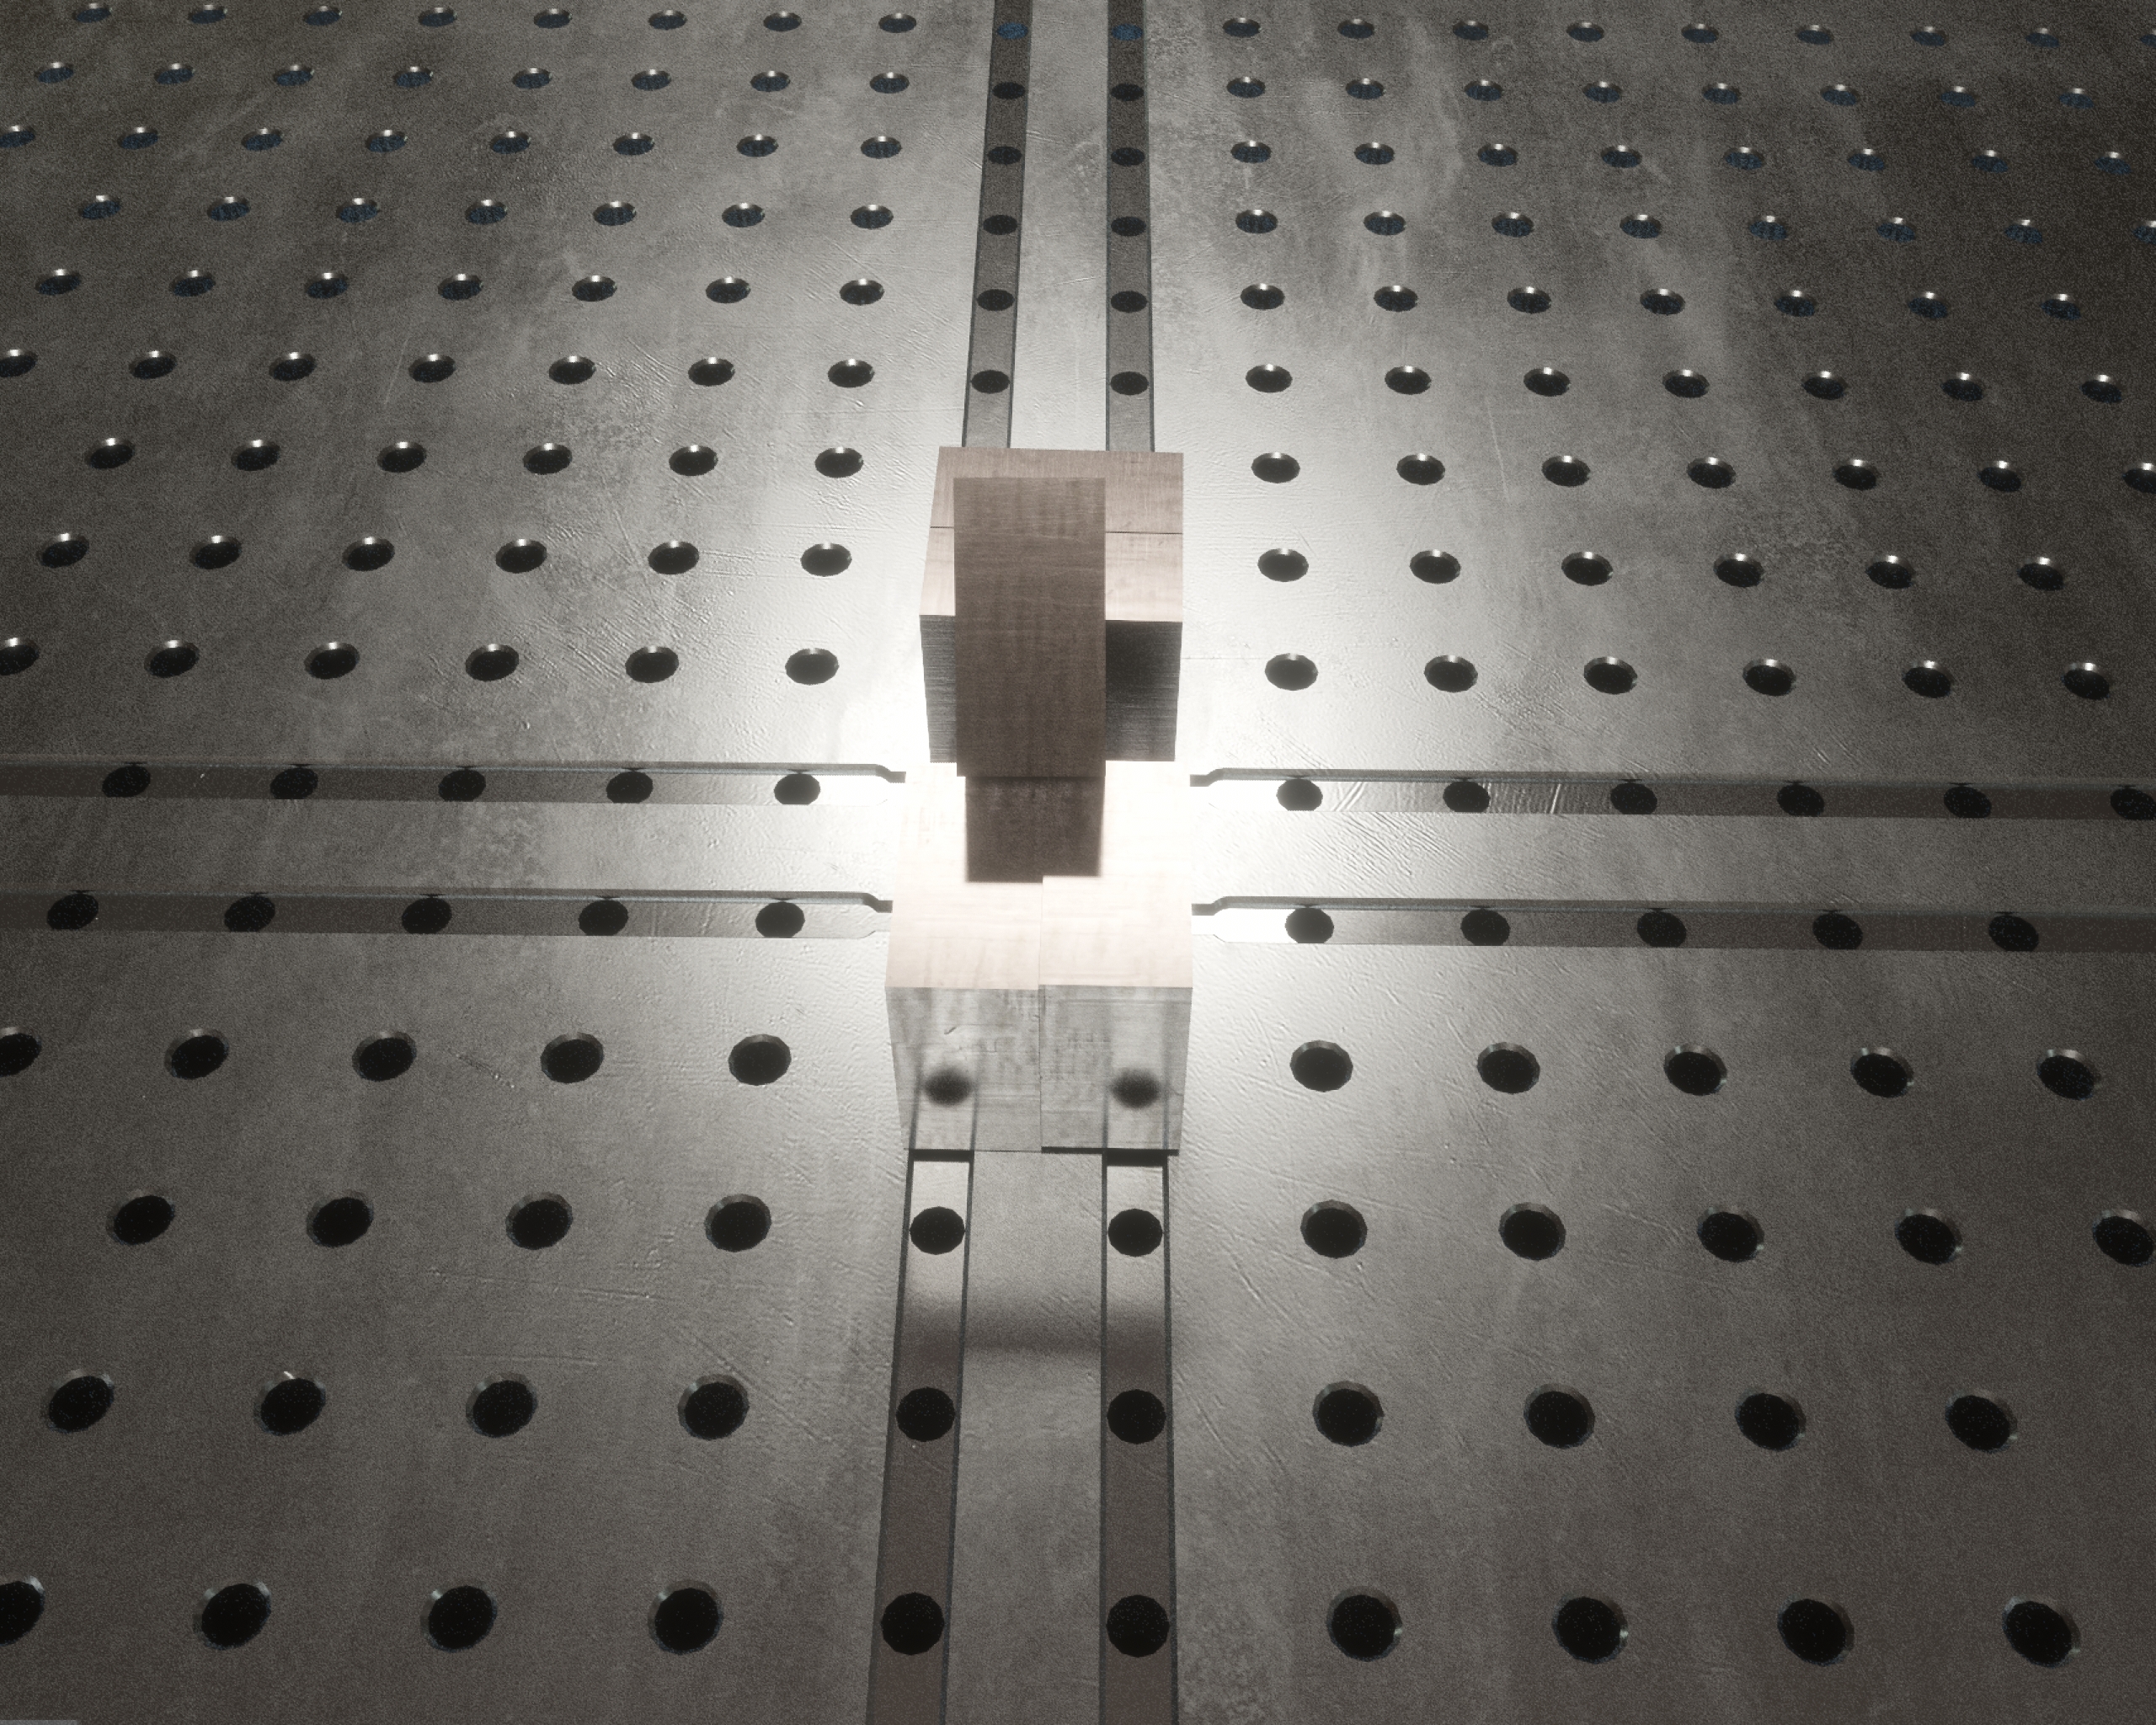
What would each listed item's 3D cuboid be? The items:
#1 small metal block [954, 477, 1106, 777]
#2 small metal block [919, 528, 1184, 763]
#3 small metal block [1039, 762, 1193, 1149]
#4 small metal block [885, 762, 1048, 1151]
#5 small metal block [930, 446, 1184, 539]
[{"bbox_3d":[-0.008,-0.043,0.373,0.025,0.050,0.050,0,8,1],"label":"small metal block"},{"bbox_3d":[-0.005,-0.040,0.424,0.050,0.050,0.025,2,50,1],"label":"small metal block"},{"bbox_3d":[0.007,0.017,0.376,0.025,0.050,0.050,1,50,1],"label":"small metal block"},{"bbox_3d":[-0.019,0.017,0.376,0.025,0.050,0.050,1,50,1],"label":"small metal block"},{"bbox_3d":[-0.004,-0.060,0.441,0.050,0.050,0.025,2,50,1],"label":"small metal block"}]
